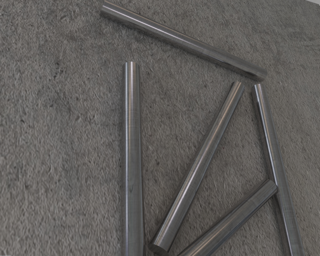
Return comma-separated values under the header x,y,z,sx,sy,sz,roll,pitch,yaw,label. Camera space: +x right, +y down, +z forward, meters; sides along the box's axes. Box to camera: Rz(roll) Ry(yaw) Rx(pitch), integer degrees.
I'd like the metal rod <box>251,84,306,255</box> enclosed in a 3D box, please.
x,y,z,sx,sy,sz,roll,pitch,yaw,label
0.172,0.059,0.459,0.025,0.025,0.299,13,56,-21,metal rod

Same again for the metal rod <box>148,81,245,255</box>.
x,y,z,sx,sy,sz,roll,pitch,yaw,label
0.063,0.031,0.418,0.025,0.025,0.301,37,51,-4,metal rod

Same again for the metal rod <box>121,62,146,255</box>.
x,y,z,sx,sy,sz,roll,pitch,yaw,label
-0.032,0.045,0.358,0.025,0.025,0.299,10,57,-23,metal rod

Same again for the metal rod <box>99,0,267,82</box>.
x,y,z,sx,sy,sz,roll,pitch,yaw,label
0.049,-0.139,0.514,0.302,0.025,0.025,18,55,-18,metal rod

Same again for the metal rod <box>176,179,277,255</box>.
x,y,z,sx,sy,sz,roll,pitch,yaw,label
0.050,0.126,0.332,0.302,0.025,0.025,-23,74,-43,metal rod
